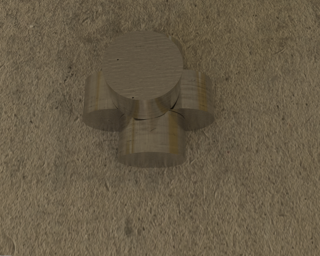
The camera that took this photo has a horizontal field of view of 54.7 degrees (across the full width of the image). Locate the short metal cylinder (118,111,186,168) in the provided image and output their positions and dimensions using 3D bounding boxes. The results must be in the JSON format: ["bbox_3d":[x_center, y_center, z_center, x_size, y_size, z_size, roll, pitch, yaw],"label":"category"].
[{"bbox_3d":[-0.009,0.015,0.374,0.081,0.080,0.050,0,70,-1],"label":"short metal cylinder"}]

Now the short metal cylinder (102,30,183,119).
[{"bbox_3d":[-0.017,-0.055,0.331,0.081,0.050,0.080,0,70,0],"label":"short metal cylinder"}]

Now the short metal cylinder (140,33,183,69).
[{"bbox_3d":[-0.009,-0.080,0.409,0.081,0.080,0.050,-2,70,-1],"label":"short metal cylinder"}]

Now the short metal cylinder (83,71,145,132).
[{"bbox_3d":[-0.055,-0.031,0.391,0.081,0.080,0.050,-1,70,-1],"label":"short metal cylinder"}]

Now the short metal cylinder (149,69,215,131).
[{"bbox_3d":[0.027,-0.032,0.392,0.081,0.080,0.050,0,70,-1],"label":"short metal cylinder"}]
